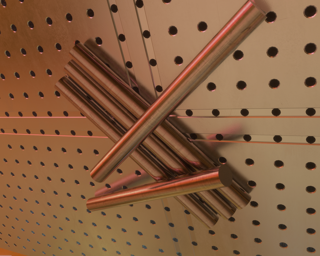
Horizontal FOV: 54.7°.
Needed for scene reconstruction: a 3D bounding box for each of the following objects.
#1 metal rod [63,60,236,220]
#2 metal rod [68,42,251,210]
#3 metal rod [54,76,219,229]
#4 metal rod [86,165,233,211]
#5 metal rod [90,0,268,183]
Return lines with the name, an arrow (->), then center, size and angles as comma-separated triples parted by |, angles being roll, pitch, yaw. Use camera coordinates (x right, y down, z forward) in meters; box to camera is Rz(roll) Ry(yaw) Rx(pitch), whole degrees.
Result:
metal rod -> -0.012, 0.016, 0.426 | 0.300, 0.025, 0.025 | 43, 129, -2
metal rod -> 0.001, -0.002, 0.408 | 0.300, 0.025, 0.025 | 42, 129, -2
metal rod -> -0.032, 0.036, 0.449 | 0.300, 0.025, 0.025 | 43, 129, -2
metal rod -> -0.024, 0.096, 0.455 | 0.299, 0.025, 0.025 | -23, 106, 45
metal rod -> 0.002, -0.023, 0.368 | 0.025, 0.025, 0.299 | 44, 121, -2
